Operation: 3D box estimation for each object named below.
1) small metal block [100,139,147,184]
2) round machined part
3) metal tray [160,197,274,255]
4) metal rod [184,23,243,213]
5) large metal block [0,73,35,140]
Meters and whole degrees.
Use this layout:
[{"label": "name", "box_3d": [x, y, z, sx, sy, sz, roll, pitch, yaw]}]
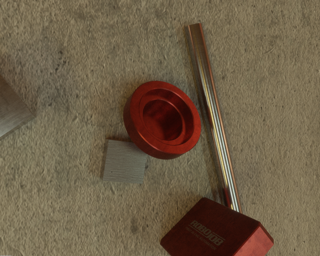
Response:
[{"label": "small metal block", "box_3d": [-0.046, 0.042, 0.392, 0.050, 0.025, 0.050, 9, 87, -20]}, {"label": "round machined part", "box_3d": [-0.001, -0.006, 0.387, 0.099, 0.042, 0.098, 15, 59, -26]}, {"label": "metal tray", "box_3d": [0.061, 0.139, 0.376, 0.090, 0.130, 0.030, -42, 104, -15]}, {"label": "metal rod", "box_3d": [0.080, 0.005, 0.438, 0.025, 0.025, 0.298, -15, 95, -20]}, {"label": "large metal block", "box_3d": [-0.175, -0.030, 0.315, 0.050, 0.080, 0.080, -38, 103, -16]}]
